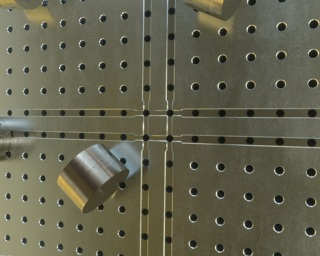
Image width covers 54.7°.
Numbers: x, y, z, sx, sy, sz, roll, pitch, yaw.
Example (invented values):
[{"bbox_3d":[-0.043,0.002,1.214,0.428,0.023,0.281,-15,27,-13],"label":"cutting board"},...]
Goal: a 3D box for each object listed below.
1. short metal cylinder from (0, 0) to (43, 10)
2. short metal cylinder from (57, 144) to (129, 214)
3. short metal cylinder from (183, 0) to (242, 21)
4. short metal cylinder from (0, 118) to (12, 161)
[{"bbox_3d":[-0.218,-0.219,0.460,0.050,0.080,0.079,9,93,20],"label":"short metal cylinder"},{"bbox_3d":[-0.088,0.067,0.414,0.050,0.080,0.080,43,103,15],"label":"short metal cylinder"},{"bbox_3d":[0.069,-0.172,0.359,0.050,0.080,0.080,29,100,17],"label":"short metal cylinder"},{"bbox_3d":[-0.292,0.020,0.502,0.080,0.050,0.079,0,90,20],"label":"short metal cylinder"}]
